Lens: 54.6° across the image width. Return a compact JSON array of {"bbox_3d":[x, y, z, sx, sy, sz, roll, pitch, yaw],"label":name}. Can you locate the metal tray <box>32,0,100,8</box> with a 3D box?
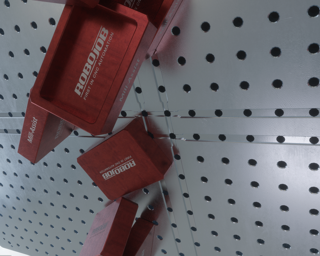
[{"bbox_3d":[-0.100,-0.172,0.304,0.130,0.030,0.090,22,95,36],"label":"metal tray"}]

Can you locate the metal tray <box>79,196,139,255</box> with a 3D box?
[{"bbox_3d":[-0.087,0.173,0.503,0.030,0.090,0.129,30,143,-15],"label":"metal tray"}]

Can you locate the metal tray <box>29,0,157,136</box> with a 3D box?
[{"bbox_3d":[-0.071,-0.068,0.325,0.090,0.030,0.129,27,99,11],"label":"metal tray"}]

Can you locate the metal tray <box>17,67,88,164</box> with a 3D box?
[{"bbox_3d":[-0.147,-0.020,0.434,0.030,0.090,0.129,34,129,3],"label":"metal tray"}]

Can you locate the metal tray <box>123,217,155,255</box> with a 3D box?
[{"bbox_3d":[-0.047,0.231,0.537,0.030,0.090,0.129,19,126,17],"label":"metal tray"}]

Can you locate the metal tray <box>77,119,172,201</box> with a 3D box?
[{"bbox_3d":[-0.057,0.053,0.472,0.130,0.030,0.090,-30,102,38],"label":"metal tray"}]

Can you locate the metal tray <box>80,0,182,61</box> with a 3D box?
[{"bbox_3d":[-0.025,-0.146,0.331,0.090,0.030,0.129,37,129,3],"label":"metal tray"}]
